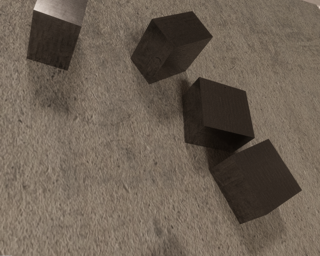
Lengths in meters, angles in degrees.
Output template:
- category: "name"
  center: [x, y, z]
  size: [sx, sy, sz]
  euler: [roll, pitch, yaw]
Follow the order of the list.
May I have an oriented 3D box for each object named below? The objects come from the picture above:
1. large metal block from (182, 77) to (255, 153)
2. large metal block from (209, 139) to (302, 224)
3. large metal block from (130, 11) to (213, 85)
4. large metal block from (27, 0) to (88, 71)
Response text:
- category: "large metal block"
  center: [0.081, -0.017, 0.444]
  size: [0.081, 0.050, 0.080]
  euler: [13, 56, -22]
- category: "large metal block"
  center: [0.128, 0.070, 0.416]
  size: [0.081, 0.050, 0.080]
  euler: [-17, 71, -35]
- category: "large metal block"
  center: [0.016, -0.116, 0.450]
  size: [0.081, 0.080, 0.050]
  euler: [-27, 77, -37]
- category: "large metal block"
  center: [-0.125, -0.133, 0.383]
  size: [0.050, 0.080, 0.080]
  euler: [15, 56, -20]
